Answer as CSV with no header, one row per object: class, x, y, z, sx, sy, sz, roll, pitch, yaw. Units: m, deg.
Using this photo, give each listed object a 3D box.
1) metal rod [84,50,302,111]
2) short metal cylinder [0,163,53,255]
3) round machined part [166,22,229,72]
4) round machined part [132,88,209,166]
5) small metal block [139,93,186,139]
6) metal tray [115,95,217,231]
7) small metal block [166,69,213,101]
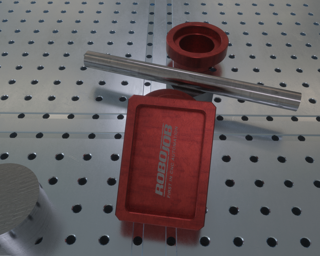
metal rod,0.036,-0.068,0.432,0.301,0.025,0.025,14,51,11
short metal cylinder,-0.159,0.084,0.320,0.081,0.050,0.080,0,50,0
round machined part,0.059,-0.128,0.504,0.099,0.042,0.098,0,50,0
round machined part,0.011,-0.002,0.374,0.099,0.042,0.098,1,76,-5
small metal block,0.003,-0.017,0.422,0.050,0.025,0.050,-12,51,-10
metal tray,0.007,0.034,0.328,0.090,0.030,0.129,6,87,5
small metal block,0.043,-0.055,0.454,0.050,0.025,0.050,-20,53,-16
